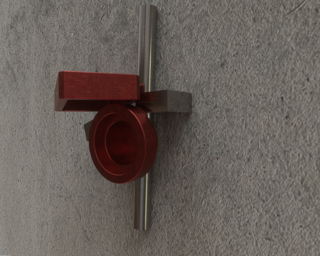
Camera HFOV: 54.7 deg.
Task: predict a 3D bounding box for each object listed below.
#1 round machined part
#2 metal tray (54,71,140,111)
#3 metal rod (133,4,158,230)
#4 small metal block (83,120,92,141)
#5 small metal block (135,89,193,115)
[{"bbox_3d":[-0.042,0.018,0.392,0.098,0.042,0.097,3,95,37],"label":"round machined part"},{"bbox_3d":[-0.087,-0.043,0.404,0.130,0.091,0.030,170,98,-69],"label":"metal tray"},{"bbox_3d":[-0.020,-0.013,0.421,0.025,0.025,0.298,3,92,39],"label":"metal rod"},{"bbox_3d":[-0.073,-0.001,0.448,0.050,0.050,0.025,-24,75,37],"label":"small metal block"},{"bbox_3d":[0.005,-0.031,0.384,0.050,0.050,0.025,-2,89,39],"label":"small metal block"}]
